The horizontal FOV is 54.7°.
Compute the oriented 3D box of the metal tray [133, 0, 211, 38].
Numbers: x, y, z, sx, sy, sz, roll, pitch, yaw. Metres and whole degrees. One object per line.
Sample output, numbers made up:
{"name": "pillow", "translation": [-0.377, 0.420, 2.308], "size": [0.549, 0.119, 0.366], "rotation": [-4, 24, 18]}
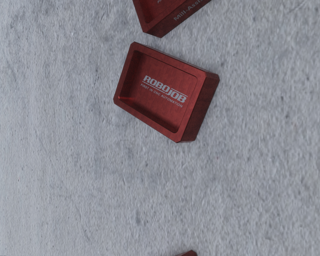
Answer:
{"name": "metal tray", "translation": [0.022, -0.185, 0.381], "size": [0.130, 0.030, 0.090], "rotation": [-28, 73, 36]}

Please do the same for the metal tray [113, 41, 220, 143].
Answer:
{"name": "metal tray", "translation": [0.002, -0.048, 0.398], "size": [0.130, 0.030, 0.089], "rotation": [32, 110, 35]}

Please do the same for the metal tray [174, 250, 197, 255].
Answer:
{"name": "metal tray", "translation": [0.027, 0.228, 0.377], "size": [0.090, 0.030, 0.130], "rotation": [-35, 69, 34]}
